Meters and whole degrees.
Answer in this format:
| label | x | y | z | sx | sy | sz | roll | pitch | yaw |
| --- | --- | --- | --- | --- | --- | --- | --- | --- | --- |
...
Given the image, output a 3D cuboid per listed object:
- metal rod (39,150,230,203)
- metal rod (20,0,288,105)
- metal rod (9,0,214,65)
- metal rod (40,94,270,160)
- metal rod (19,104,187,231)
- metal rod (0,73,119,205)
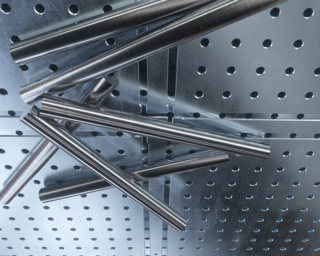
| label | x | y | z | sx | sy | sz | roll | pitch | yaw |
| --- | --- | --- | --- | --- | --- | --- | --- | --- | --- |
| metal rod | -0.046 | 0.073 | 0.472 | 0.301 | 0.025 | 0.025 | -14 | 129 | 11 |
| metal rod | -0.026 | -0.082 | 0.324 | 0.300 | 0.025 | 0.025 | -17 | 128 | 20 |
| metal rod | -0.013 | -0.116 | 0.312 | 0.301 | 0.025 | 0.025 | -14 | 129 | 11 |
| metal rod | 0.008 | 0.004 | 0.394 | 0.302 | 0.025 | 0.025 | 12 | 129 | -18 |
| metal rod | -0.060 | 0.070 | 0.435 | 0.025 | 0.025 | 0.300 | -32 | 124 | 24 |
| metal rod | -0.155 | 0.027 | 0.433 | 0.025 | 0.025 | 0.299 | 33 | 122 | -25 |
